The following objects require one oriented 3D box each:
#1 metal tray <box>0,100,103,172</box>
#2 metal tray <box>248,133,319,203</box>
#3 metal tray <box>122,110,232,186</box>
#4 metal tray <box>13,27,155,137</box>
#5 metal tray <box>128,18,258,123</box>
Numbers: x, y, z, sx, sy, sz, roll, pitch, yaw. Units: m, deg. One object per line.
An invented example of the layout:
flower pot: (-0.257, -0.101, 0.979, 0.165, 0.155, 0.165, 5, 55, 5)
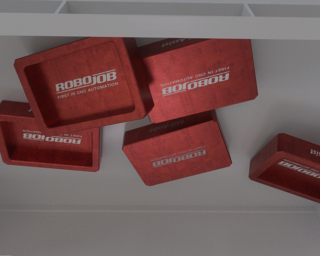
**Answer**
metal tray: (-0.145, 0.014, 0.415, 0.131, 0.030, 0.089, 6, 130, -5)
metal tray: (0.202, 0.060, 0.426, 0.131, 0.030, 0.089, 19, 146, -2)
metal tray: (0.025, 0.030, 0.431, 0.130, 0.030, 0.090, -16, 129, 13)
metal tray: (-0.081, -0.046, 0.331, 0.130, 0.030, 0.089, -10, 107, 20)
metal tray: (0.039, -0.061, 0.354, 0.130, 0.030, 0.090, -14, 129, 11)
